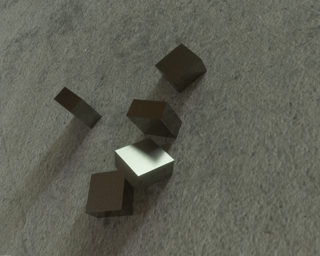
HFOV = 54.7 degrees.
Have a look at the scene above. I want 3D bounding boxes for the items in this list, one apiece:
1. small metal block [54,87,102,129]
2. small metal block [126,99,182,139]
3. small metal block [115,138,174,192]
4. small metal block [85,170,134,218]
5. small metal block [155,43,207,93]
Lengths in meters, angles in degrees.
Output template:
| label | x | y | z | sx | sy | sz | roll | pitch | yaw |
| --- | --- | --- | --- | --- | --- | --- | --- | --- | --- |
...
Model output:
| label | x | y | z | sx | sy | sz | roll | pitch | yaw |
| --- | --- | --- | --- | --- | --- | --- | --- | --- | --- |
| small metal block | -0.124 | -0.031 | 0.470 | 0.050 | 0.050 | 0.025 | 32 | 80 | 37 |
| small metal block | -0.006 | -0.012 | 0.397 | 0.050 | 0.050 | 0.025 | 8 | 66 | 31 |
| small metal block | -0.019 | 0.042 | 0.371 | 0.050 | 0.025 | 0.050 | -20 | 43 | -32 |
| small metal block | -0.061 | 0.082 | 0.384 | 0.050 | 0.025 | 0.050 | -11 | 57 | 22 |
| small metal block | 0.029 | -0.085 | 0.440 | 0.050 | 0.025 | 0.050 | -40 | 51 | 1 |
